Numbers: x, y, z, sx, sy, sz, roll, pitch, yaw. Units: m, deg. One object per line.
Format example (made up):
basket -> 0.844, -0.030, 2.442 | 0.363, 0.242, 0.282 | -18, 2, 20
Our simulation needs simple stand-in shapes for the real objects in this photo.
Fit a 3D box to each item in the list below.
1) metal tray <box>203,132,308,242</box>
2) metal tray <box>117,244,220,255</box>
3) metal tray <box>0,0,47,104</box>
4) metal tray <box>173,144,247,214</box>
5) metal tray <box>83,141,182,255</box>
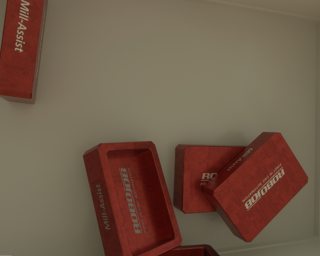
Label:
metal tray -> 0.133, 0.077, 0.424 | 0.131, 0.030, 0.090 | -39, 103, -16
metal tray -> 0.007, 0.162, 0.339 | 0.131, 0.090, 0.030 | 0, 90, -11
metal tray -> -0.140, -0.093, 0.323 | 0.030, 0.090, 0.129 | 7, 88, -20
metal tray -> 0.086, 0.070, 0.440 | 0.131, 0.030, 0.089 | 2, 89, -20
metal tray -> -0.030, 0.082, 0.354 | 0.091, 0.030, 0.129 | 0, 69, -49
